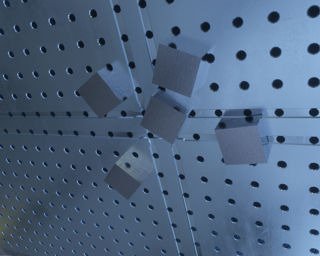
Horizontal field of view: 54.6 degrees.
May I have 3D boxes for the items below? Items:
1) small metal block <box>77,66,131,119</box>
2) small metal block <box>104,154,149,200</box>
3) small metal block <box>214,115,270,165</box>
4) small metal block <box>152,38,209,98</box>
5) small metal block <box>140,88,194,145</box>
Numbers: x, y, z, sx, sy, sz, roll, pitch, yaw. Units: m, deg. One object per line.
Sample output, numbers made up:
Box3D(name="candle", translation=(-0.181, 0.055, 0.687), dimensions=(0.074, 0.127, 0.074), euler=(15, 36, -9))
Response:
Box3D(name="small metal block", translation=(-0.077, -0.048, 0.423), dimensions=(0.050, 0.025, 0.050), euler=(-31, 102, 38))
Box3D(name="small metal block", translation=(-0.054, 0.078, 0.489), dimensions=(0.050, 0.025, 0.050), euler=(38, 129, 2))
Box3D(name="small metal block", translation=(0.099, 0.015, 0.369), dimensions=(0.050, 0.025, 0.050), euler=(-7, 115, 31))
Box3D(name="small metal block", translation=(0.022, -0.070, 0.357), dimensions=(0.050, 0.025, 0.050), euler=(23, 127, 14))
Box3D(name="small metal block", translation=(0.008, -0.015, 0.398), dimensions=(0.050, 0.025, 0.050), euler=(31, 128, 8))
